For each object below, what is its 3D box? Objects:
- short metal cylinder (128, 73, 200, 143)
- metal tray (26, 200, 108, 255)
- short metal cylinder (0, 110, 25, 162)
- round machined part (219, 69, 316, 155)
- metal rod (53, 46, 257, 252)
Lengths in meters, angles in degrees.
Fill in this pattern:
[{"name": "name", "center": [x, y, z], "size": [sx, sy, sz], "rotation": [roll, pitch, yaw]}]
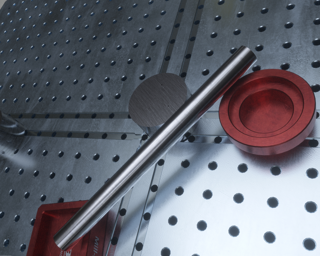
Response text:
[{"name": "short metal cylinder", "center": [0.006, -0.025, 0.404], "size": [0.080, 0.050, 0.080], "rotation": [-13, 56, 21]}, {"name": "metal tray", "center": [-0.116, 0.156, 0.370], "size": [0.090, 0.030, 0.130], "rotation": [-11, 57, 22]}, {"name": "short metal cylinder", "center": [-0.284, 0.012, 0.534], "size": [0.080, 0.050, 0.080], "rotation": [-13, 56, 21]}, {"name": "round machined part", "center": [0.119, -0.014, 0.344], "size": [0.098, 0.042, 0.098], "rotation": [-13, 56, 21]}, {"name": "metal rod", "center": [-0.005, 0.022, 0.350], "size": [0.300, 0.025, 0.025], "rotation": [-45, 51, -1]}]
